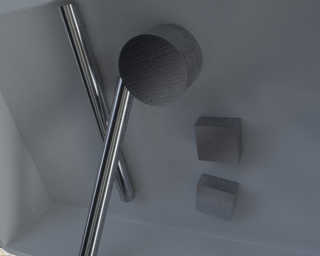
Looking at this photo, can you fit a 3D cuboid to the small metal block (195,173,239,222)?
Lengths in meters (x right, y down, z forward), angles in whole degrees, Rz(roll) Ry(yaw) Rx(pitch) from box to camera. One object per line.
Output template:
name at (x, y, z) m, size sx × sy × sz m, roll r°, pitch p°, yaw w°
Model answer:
small metal block at (0.078, 0.095, 0.426) m, size 0.050 × 0.025 × 0.050 m, roll 13°, pitch 124°, yaw 21°

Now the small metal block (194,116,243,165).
small metal block at (0.072, 0.014, 0.379) m, size 0.050 × 0.025 × 0.050 m, roll 4°, pitch 120°, yaw 26°

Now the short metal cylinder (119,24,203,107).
short metal cylinder at (0.001, -0.071, 0.347) m, size 0.080 × 0.050 × 0.079 m, roll 13°, pitch 124°, yaw 20°

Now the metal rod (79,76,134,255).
metal rod at (-0.077, 0.079, 0.419) m, size 0.025 × 0.025 × 0.298 m, roll 18°, pitch 101°, yaw 18°

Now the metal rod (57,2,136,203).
metal rod at (-0.082, -0.018, 0.438) m, size 0.025 × 0.025 × 0.298 m, roll 1°, pitch 119°, yaw 27°
